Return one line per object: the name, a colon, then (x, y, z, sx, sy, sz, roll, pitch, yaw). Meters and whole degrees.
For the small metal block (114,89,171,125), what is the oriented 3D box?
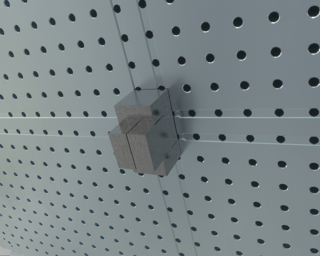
small metal block: (-0.021, -0.027, 0.389, 0.050, 0.050, 0.025, 2, 120, 27)

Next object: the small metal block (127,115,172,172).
small metal block: (-0.011, 0.017, 0.380, 0.025, 0.050, 0.050, 3, 120, 28)

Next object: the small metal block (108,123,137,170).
small metal block: (-0.035, 0.017, 0.392, 0.025, 0.050, 0.050, 2, 119, 27)

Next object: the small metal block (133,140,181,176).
small metal block: (-0.005, 0.038, 0.421, 0.050, 0.050, 0.025, 2, 119, 27)

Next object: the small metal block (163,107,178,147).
small metal block: (-0.008, -0.001, 0.415, 0.050, 0.025, 0.050, 2, 120, 28)
